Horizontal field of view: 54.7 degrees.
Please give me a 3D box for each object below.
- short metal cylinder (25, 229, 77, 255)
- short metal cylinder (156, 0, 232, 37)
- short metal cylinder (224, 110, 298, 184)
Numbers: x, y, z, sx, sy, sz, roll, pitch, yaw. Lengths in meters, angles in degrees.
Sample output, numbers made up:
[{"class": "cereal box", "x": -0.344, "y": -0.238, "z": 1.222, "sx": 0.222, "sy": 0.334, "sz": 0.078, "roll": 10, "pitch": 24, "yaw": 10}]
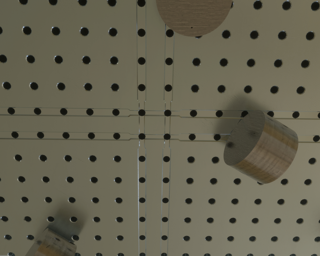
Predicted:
[{"class": "short metal cylinder", "x": -0.168, "y": 0.196, "z": 0.454, "sx": 0.050, "sy": 0.080, "sz": 0.080, "roll": 38, "pitch": 106, "yaw": -13}, {"class": "short metal cylinder", "x": 0.036, "y": -0.145, "z": 0.347, "sx": 0.081, "sy": 0.050, "sz": 0.079, "roll": 0, "pitch": 110, "yaw": -1}, {"class": "short metal cylinder", "x": 0.126, "y": 0.024, "z": 0.395, "sx": 0.050, "sy": 0.080, "sz": 0.080, "roll": 30, "pitch": 107, "yaw": -11}]
